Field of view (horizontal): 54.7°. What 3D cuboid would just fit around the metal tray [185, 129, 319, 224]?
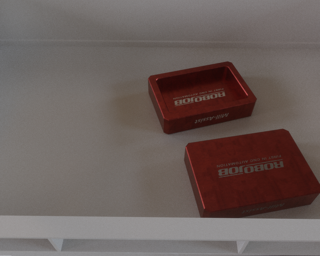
[{"bbox_3d":[0.102,0.052,0.359,0.131,0.030,0.090,-8,51,-7],"label":"metal tray"}]

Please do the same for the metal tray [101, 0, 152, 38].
[{"bbox_3d":[-0.053,-0.232,0.564,0.090,0.030,0.130,-26,39,34],"label":"metal tray"}]

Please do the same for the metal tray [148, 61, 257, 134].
[{"bbox_3d":[0.057,-0.046,0.440,0.131,0.030,0.090,-12,51,-11],"label":"metal tray"}]
